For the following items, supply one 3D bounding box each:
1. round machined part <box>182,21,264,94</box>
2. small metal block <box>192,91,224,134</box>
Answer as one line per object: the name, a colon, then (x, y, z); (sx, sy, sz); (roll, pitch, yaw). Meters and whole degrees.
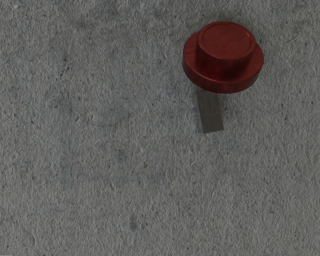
round machined part: (0.078, -0.093, 0.379); (0.099, 0.042, 0.098); (1, 56, -1)
small metal block: (0.060, -0.020, 0.398); (0.025, 0.050, 0.050); (-11, 90, 0)
